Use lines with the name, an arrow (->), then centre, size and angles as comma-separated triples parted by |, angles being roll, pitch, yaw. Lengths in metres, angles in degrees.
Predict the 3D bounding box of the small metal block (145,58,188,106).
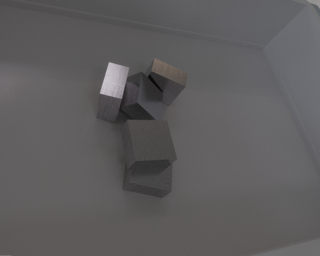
small metal block -> 0.003, -0.062, 0.429 | 0.050, 0.050, 0.025 | 22, 54, -15

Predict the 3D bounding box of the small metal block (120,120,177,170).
small metal block -> -0.014, 0.019, 0.355 | 0.050, 0.025, 0.050 | 0, 61, -28

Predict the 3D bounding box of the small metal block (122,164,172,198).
small metal block -> -0.014, 0.051, 0.367 | 0.050, 0.025, 0.050 | 16, 55, -19

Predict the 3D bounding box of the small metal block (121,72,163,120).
small metal block -> -0.022, -0.035, 0.401 | 0.050, 0.025, 0.050 | 42, 42, -43

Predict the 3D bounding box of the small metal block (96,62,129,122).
small metal block -> -0.059, -0.043, 0.382 | 0.025, 0.050, 0.050 | 14, 56, -9
